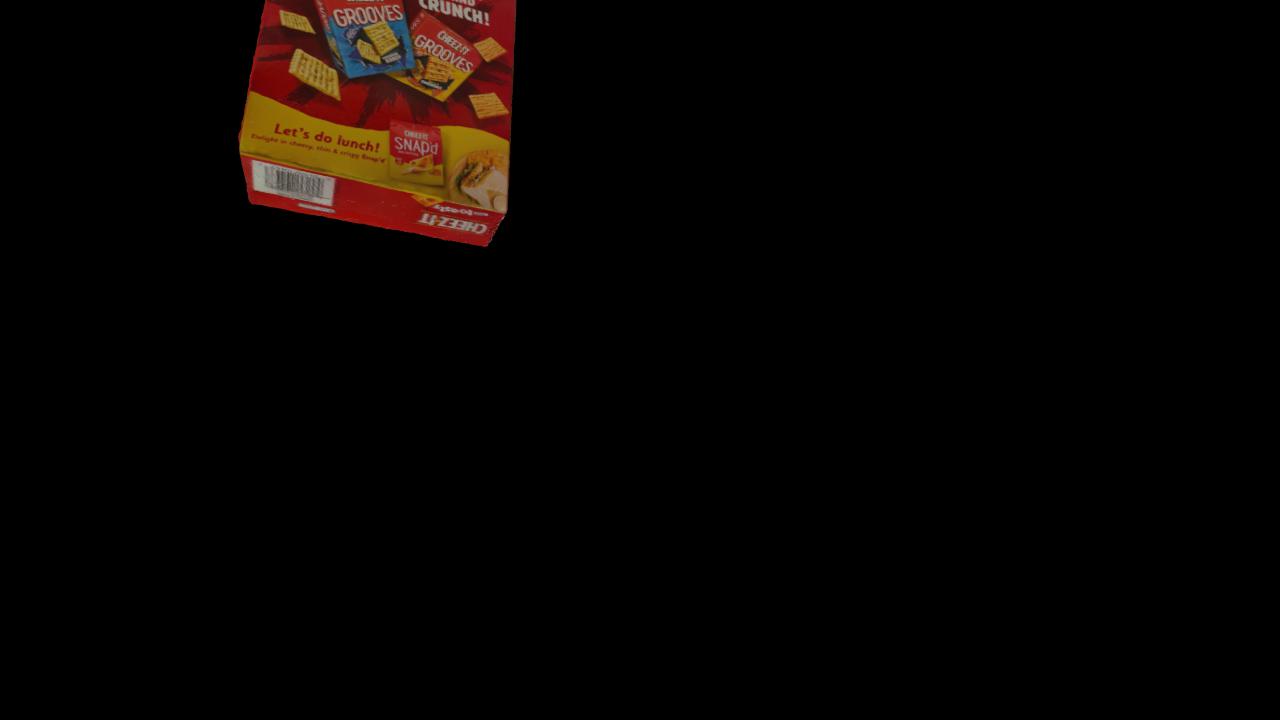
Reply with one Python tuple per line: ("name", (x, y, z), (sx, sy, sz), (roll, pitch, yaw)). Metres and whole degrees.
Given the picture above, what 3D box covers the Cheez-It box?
("Cheez-It box", (-0.181, -0.209, 0.452), (0.166, 0.223, 0.071), (6, -17, -27))
